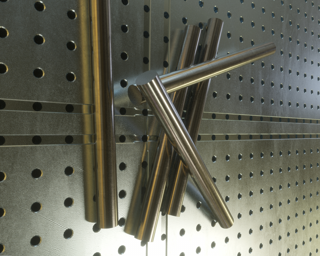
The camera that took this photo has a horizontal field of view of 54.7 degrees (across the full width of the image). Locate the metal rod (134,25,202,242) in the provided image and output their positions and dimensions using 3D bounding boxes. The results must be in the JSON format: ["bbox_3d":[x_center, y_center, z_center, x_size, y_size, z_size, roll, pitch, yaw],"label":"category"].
[{"bbox_3d":[0.014,-0.001,0.422,0.025,0.025,0.299,23,76,-38],"label":"metal rod"}]

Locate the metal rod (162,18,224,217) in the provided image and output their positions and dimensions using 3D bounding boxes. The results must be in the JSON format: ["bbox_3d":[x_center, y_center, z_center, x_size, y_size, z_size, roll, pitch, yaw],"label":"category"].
[{"bbox_3d":[0.051,-0.023,0.453,0.025,0.025,0.299,24,75,-38],"label":"metal rod"}]

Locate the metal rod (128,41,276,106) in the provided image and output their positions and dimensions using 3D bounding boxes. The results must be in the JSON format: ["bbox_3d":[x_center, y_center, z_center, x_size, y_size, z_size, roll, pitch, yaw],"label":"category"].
[{"bbox_3d":[0.080,-0.087,0.444,0.302,0.025,0.025,-25,106,-37],"label":"metal rod"}]

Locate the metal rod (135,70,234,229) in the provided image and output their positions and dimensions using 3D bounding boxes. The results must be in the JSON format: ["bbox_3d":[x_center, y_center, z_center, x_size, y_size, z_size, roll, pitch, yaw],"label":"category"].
[{"bbox_3d":[0.047,0.050,0.414,0.025,0.025,0.299,-53,132,-27],"label":"metal rod"}]

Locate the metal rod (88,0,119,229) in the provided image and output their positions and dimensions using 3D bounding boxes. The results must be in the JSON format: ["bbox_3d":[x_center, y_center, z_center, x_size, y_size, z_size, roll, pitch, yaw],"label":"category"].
[{"bbox_3d":[-0.065,-0.036,0.355,0.025,0.025,0.298,-3,92,-40],"label":"metal rod"}]
